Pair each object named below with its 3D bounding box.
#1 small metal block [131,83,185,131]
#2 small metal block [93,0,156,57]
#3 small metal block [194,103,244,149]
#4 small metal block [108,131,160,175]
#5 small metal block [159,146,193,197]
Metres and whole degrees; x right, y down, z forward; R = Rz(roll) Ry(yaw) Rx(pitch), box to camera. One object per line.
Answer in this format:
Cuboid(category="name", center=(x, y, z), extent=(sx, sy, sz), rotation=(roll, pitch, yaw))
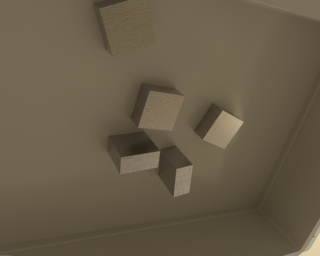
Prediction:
Cuboid(category="small metal block", center=(-0.003, -0.026, 0.392), extent=(0.050, 0.025, 0.050), rotation=(5, 116, -31))
Cuboid(category="small metal block", center=(-0.036, -0.109, 0.323), extent=(0.050, 0.025, 0.050), rotation=(-23, 127, -15))
Cuboid(category="small metal block", center=(0.087, -0.002, 0.457), extent=(0.050, 0.025, 0.050), rotation=(23, 106, -37))
Cuboid(category="small metal block", center=(-0.034, 0.030, 0.394), extent=(0.050, 0.050, 0.025), rotation=(-7, 122, -25))
Cuboid(category="small metal block", center=(0.021, 0.061, 0.444), extent=(0.025, 0.050, 0.050), rotation=(-11, 123, -23))
